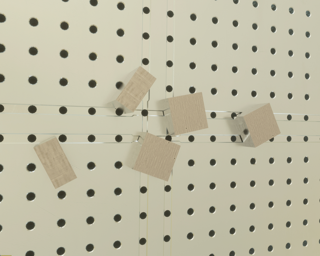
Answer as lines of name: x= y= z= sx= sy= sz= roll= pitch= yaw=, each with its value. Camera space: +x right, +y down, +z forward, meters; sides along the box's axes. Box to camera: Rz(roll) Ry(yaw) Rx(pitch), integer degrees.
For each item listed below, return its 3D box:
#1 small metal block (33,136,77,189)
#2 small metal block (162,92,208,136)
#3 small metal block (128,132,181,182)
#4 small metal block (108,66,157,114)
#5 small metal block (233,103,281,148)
small metal block: x=-0.120 y=0.037 z=0.355 sx=0.025 sy=0.050 sz=0.050 roll=-27 pitch=99 yaw=-18
small metal block: x=0.034 y=-0.020 z=0.425 sx=0.050 sy=0.025 sz=0.050 roll=-12 pitch=94 yaw=-20
small metal block: x=-0.007 y=0.037 z=0.410 sx=0.050 sy=0.025 sz=0.050 roll=23 pitch=82 yaw=-19
small metal block: x=-0.036 y=-0.046 z=0.386 sx=0.025 sy=0.050 sz=0.050 roll=37 pitch=78 yaw=-16
small metal block: x=0.146 y=-0.005 z=0.466 sx=0.050 sy=0.025 sz=0.050 roll=-26 pitch=99 yaw=-18
